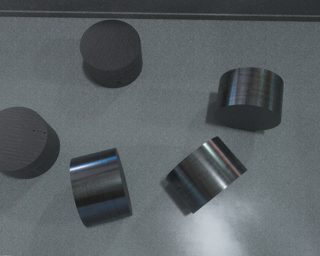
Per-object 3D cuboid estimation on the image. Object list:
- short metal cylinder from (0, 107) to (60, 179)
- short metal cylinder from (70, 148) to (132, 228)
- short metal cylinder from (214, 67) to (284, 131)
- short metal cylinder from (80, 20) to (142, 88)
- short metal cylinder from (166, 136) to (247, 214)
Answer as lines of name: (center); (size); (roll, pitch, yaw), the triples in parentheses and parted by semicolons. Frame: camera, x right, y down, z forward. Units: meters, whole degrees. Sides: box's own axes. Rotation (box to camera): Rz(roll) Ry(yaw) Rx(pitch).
short metal cylinder: (-0.173, 0.020, 0.387); (0.081, 0.050, 0.080); (0, 70, 0)
short metal cylinder: (-0.066, 0.067, 0.355); (0.050, 0.080, 0.080); (-14, 71, -5)
short metal cylinder: (0.113, -0.034, 0.394); (0.080, 0.080, 0.050); (11, 71, 3)
short metal cylinder: (-0.066, -0.103, 0.433); (0.081, 0.050, 0.080); (0, 70, 0)
short metal cylinder: (0.054, 0.055, 0.361); (0.080, 0.080, 0.050); (-36, 74, -12)
